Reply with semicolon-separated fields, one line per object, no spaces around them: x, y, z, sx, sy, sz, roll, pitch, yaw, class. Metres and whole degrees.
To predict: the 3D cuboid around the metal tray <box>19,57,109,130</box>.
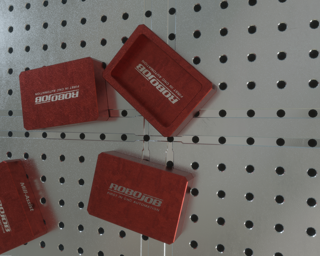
-0.145;-0.048;0.462;0.130;0.030;0.090;-7;88;19;metal tray

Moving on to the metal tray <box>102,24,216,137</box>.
-0.003;-0.062;0.411;0.130;0.030;0.090;44;104;14;metal tray

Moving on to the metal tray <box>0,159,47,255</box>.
-0.246;0.126;0.498;0.090;0.030;0.130;-27;81;18;metal tray

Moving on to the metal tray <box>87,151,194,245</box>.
-0.029;0.090;0.421;0.130;0.030;0.090;14;95;19;metal tray
